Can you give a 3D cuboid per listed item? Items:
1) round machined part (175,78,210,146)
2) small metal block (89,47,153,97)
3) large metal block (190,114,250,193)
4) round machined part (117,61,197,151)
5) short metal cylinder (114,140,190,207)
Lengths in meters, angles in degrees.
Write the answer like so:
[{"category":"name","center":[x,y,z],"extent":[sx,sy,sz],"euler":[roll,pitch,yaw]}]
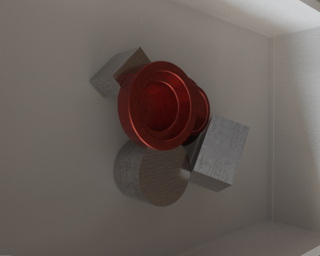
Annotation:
[{"category":"round machined part","center":[0.030,-0.024,0.418],"extent":[0.099,0.042,0.097],"euler":[0,90,-40]},{"category":"small metal block","center":[-0.044,-0.063,0.352],"extent":[0.025,0.050,0.050],"euler":[52,60,-28]},{"category":"large metal block","center":[0.076,0.038,0.426],"extent":[0.050,0.080,0.080],"euler":[21,72,4]},{"category":"round machined part","center":[-0.007,-0.024,0.351],"extent":[0.099,0.042,0.097],"euler":[0,90,-40]},{"category":"short metal cylinder","center":[-0.009,0.052,0.383],"extent":[0.081,0.050,0.079],"euler":[0,90,-40]}]
